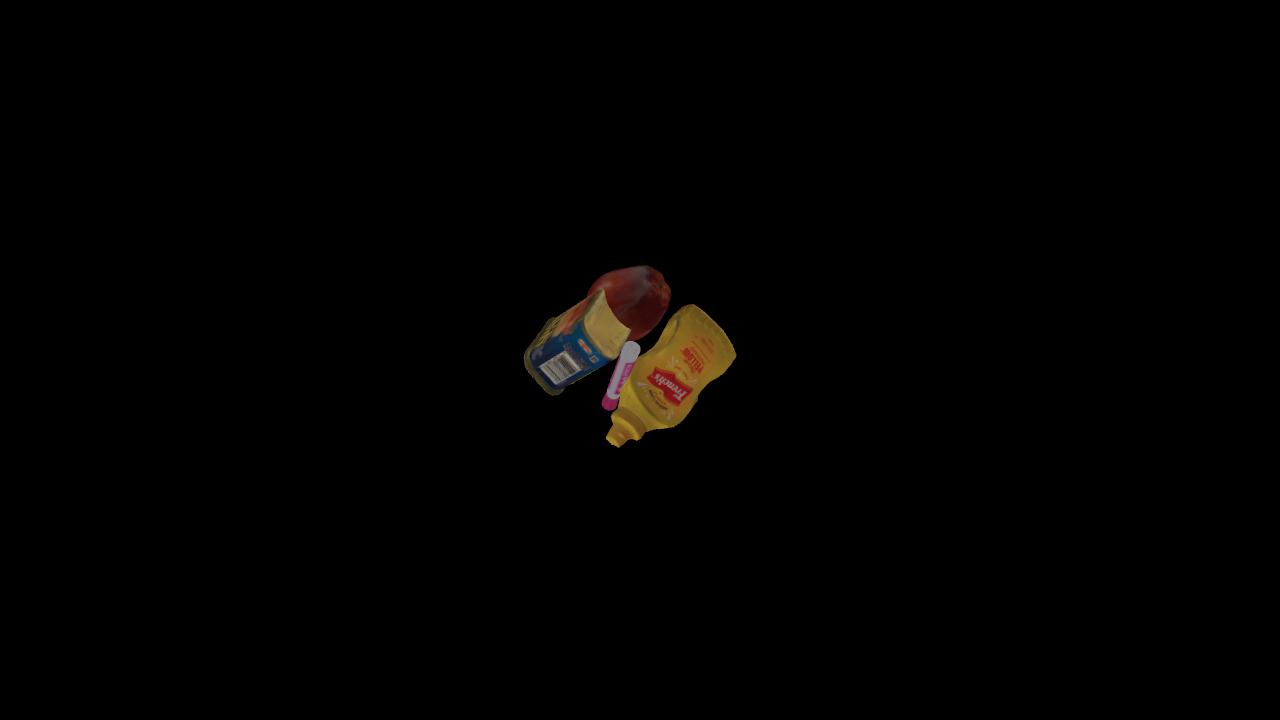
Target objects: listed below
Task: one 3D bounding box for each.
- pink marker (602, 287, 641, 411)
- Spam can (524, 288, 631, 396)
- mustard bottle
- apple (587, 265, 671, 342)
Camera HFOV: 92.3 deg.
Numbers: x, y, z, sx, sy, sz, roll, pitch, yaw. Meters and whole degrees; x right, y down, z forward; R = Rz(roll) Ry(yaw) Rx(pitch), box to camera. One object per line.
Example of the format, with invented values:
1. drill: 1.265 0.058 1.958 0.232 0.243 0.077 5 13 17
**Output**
1. pink marker: -0.023 0.021 0.681 0.020 0.020 0.121 0 -34 -17
2. Spam can: -0.059 -0.022 0.634 0.085 0.058 0.101 -28 22 31
3. mustard bottle: 0.026 0.028 0.701 0.184 0.092 0.054 -47 21 -21
4. apple: -0.013 -0.060 0.656 0.093 0.079 0.079 -22 -10 27
